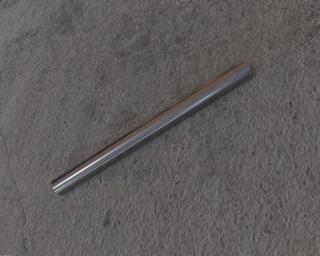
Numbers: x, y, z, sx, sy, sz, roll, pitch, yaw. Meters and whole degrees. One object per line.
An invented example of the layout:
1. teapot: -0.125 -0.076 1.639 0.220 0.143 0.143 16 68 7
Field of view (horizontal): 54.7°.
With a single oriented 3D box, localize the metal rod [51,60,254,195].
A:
1. metal rod: -0.015 0.003 0.410 0.300 0.025 0.025 -32 52 7
